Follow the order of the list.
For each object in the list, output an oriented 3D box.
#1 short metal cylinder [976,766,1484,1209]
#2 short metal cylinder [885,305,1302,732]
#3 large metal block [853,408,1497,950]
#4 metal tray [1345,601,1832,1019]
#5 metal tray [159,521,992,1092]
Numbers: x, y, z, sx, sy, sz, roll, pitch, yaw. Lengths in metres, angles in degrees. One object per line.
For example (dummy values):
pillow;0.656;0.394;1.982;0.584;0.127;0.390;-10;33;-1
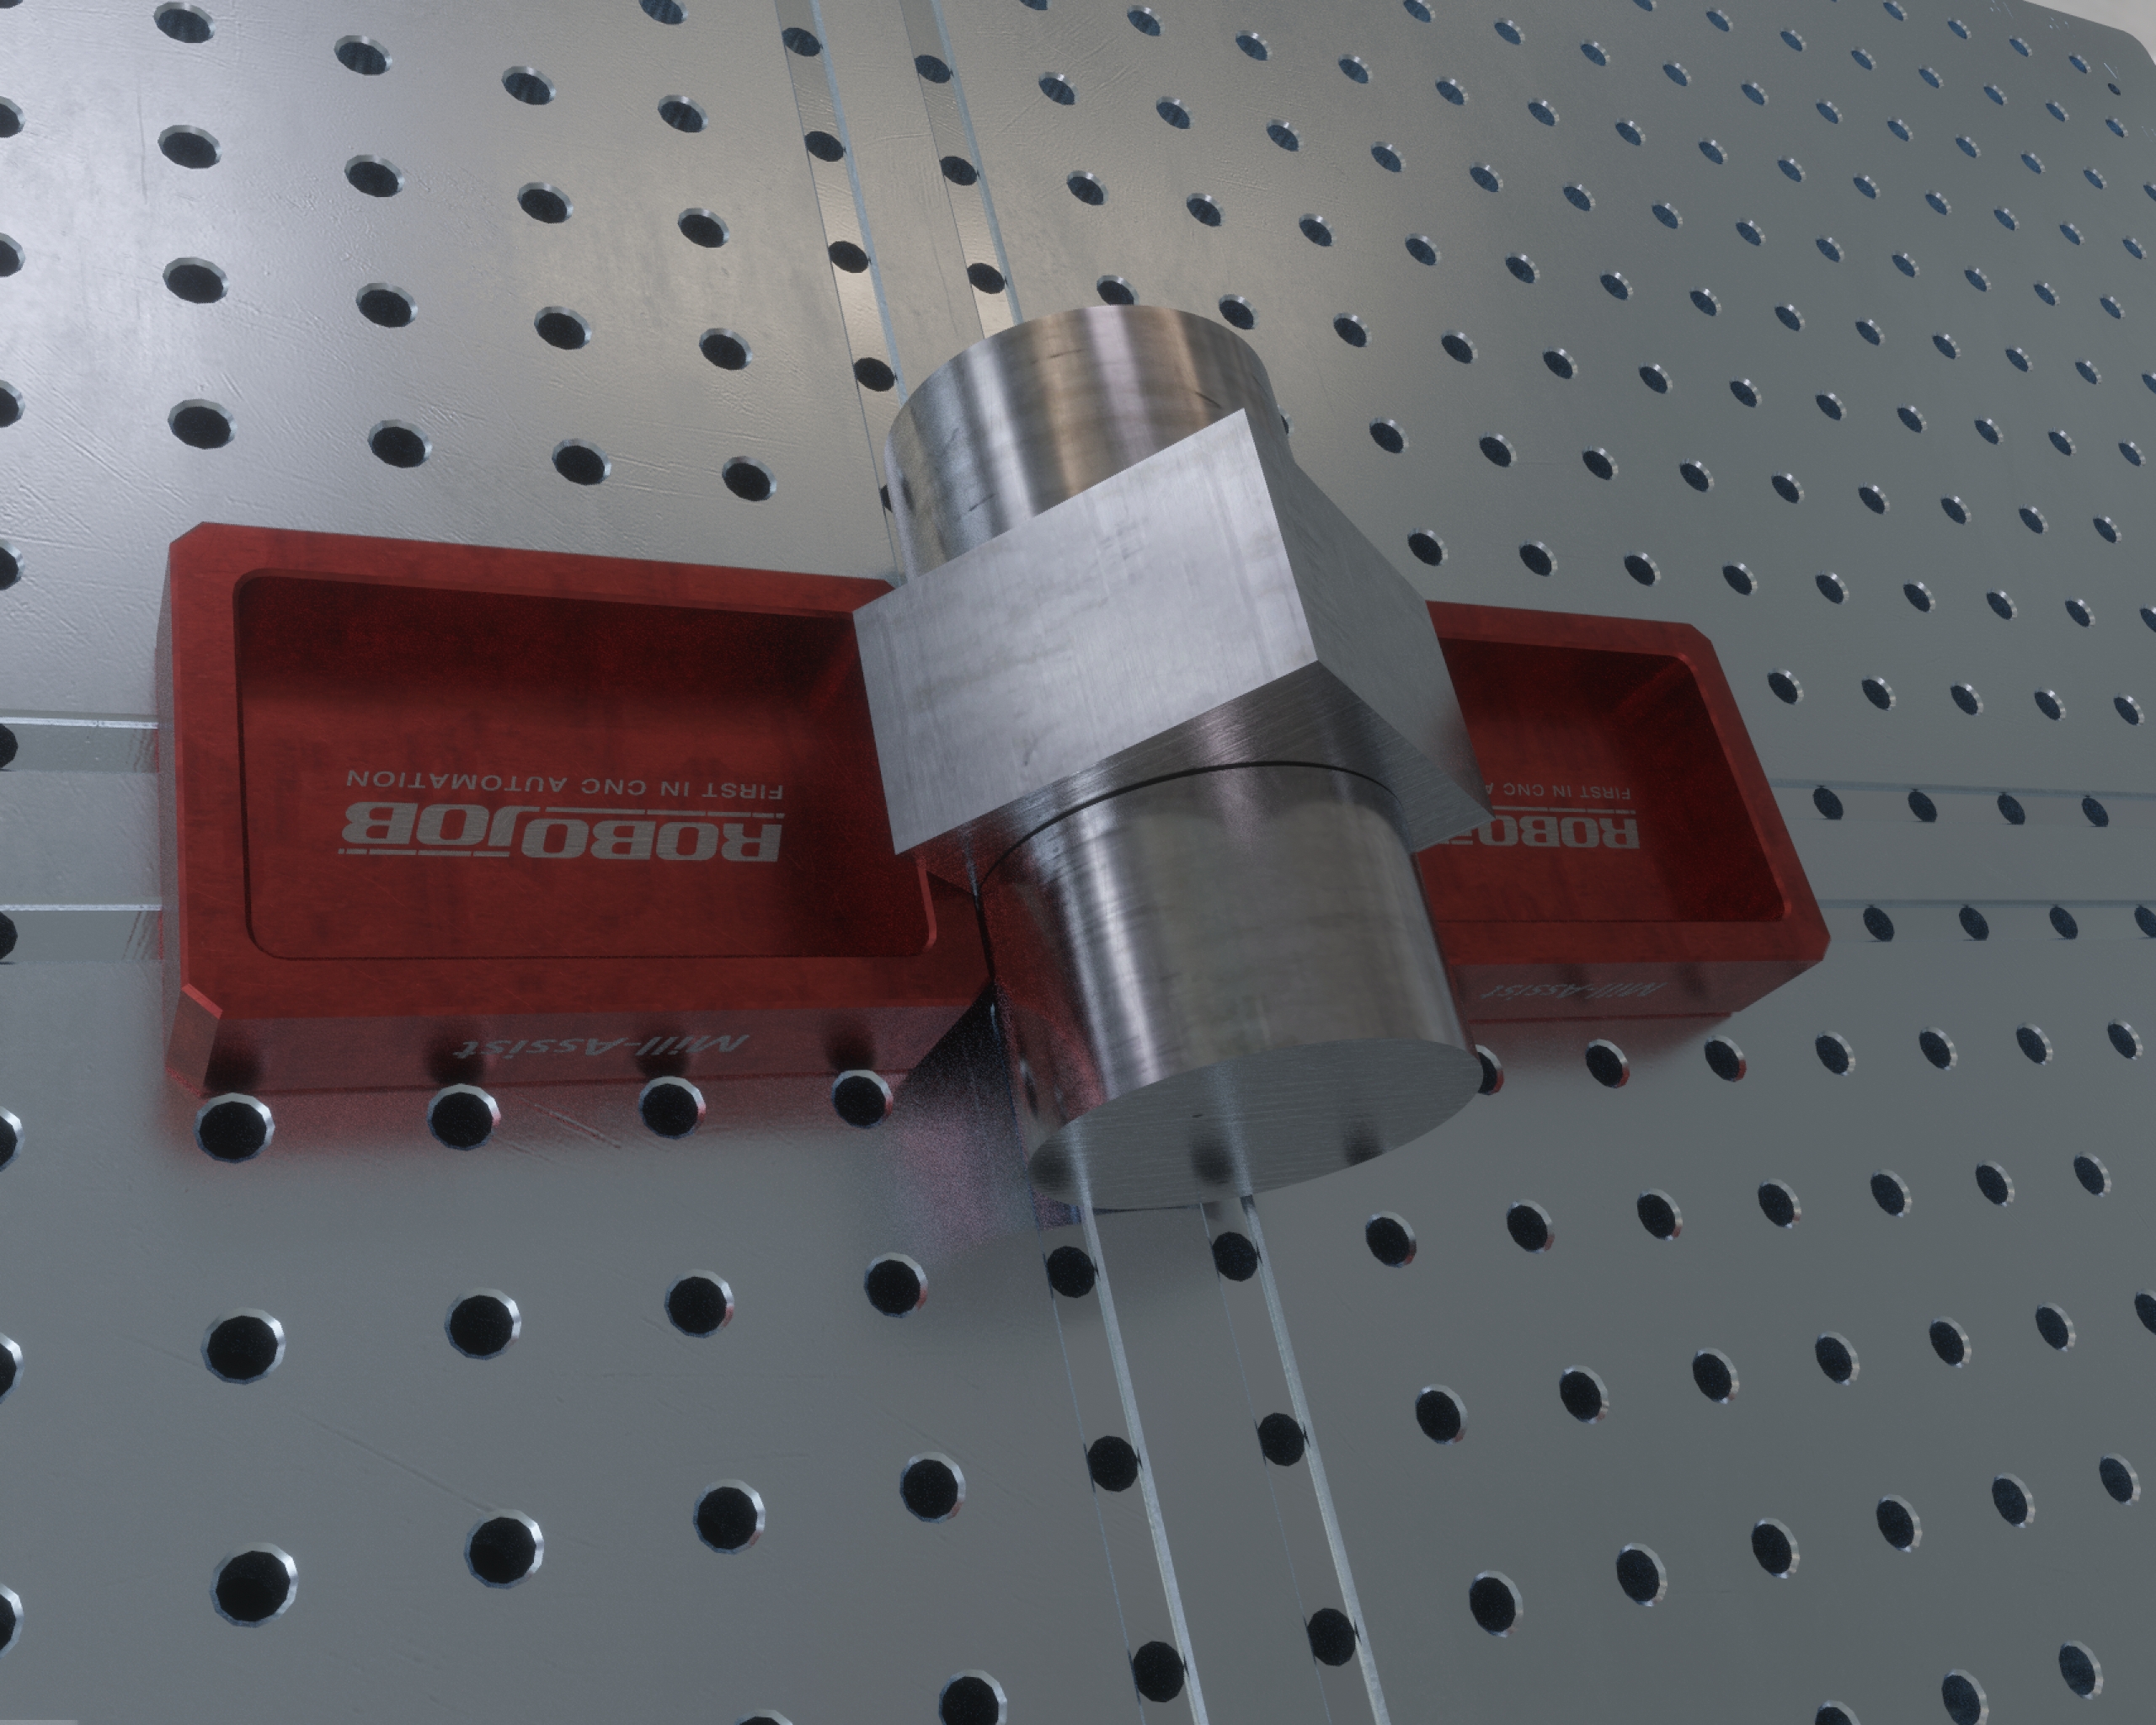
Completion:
short metal cylinder;0.026;0.024;0.371;0.081;0.080;0.050;2;61;-28
short metal cylinder;0.005;-0.064;0.414;0.081;0.080;0.050;1;61;-28
large metal block;0.019;-0.026;0.380;0.080;0.080;0.050;30;41;-54
metal tray;0.096;-0.012;0.464;0.131;0.030;0.090;1;61;-28
metal tray;-0.087;-0.009;0.363;0.131;0.030;0.090;1;61;-28
